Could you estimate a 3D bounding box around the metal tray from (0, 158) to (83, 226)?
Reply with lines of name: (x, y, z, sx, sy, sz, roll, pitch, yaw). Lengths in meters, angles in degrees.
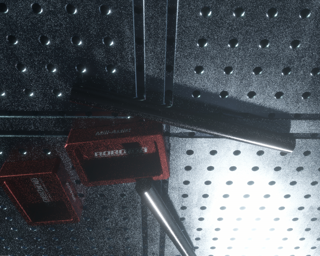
metal tray: (-0.186, 0.106, 0.495, 0.091, 0.030, 0.129, -5, 130, 4)

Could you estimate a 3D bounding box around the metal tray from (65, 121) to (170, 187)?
metal tray: (-0.056, 0.039, 0.440, 0.131, 0.030, 0.089, -6, 130, 5)

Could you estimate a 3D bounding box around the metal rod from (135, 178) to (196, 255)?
metal rod: (0.022, 0.179, 0.543, 0.025, 0.025, 0.299, -14, 135, 11)

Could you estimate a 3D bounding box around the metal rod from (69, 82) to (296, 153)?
metal rod: (0.038, -0.010, 0.403, 0.302, 0.025, 0.025, 13, 129, -12)
